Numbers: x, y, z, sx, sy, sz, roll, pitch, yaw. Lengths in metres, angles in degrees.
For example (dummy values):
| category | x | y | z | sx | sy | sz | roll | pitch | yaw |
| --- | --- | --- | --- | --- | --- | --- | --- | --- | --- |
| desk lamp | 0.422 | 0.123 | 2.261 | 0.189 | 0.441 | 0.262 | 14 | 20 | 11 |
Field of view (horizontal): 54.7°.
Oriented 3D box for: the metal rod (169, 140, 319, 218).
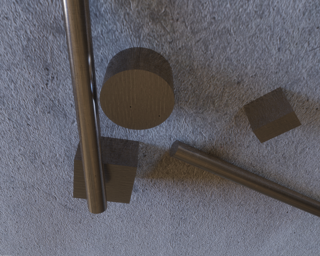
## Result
| category | x | y | z | sx | sy | sz | roll | pitch | yaw |
| --- | --- | --- | --- | --- | --- | --- | --- | --- | --- |
| metal rod | 0.150 | 0.086 | 0.482 | 0.302 | 0.025 | 0.025 | 24 | 126 | -20 |

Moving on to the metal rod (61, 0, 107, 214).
| category | x | y | z | sx | sy | sz | roll | pitch | yaw |
| --- | --- | --- | --- | --- | --- | --- | --- | --- | --- |
| metal rod | -0.081 | -0.026 | 0.342 | 0.025 | 0.025 | 0.298 | 0 | 118 | -1 |

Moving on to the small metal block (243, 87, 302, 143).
| category | x | y | z | sx | sy | sz | roll | pitch | yaw |
| --- | --- | --- | --- | --- | --- | --- | --- | --- | --- |
| small metal block | 0.136 | -0.016 | 0.379 | 0.050 | 0.050 | 0.025 | -29 | 125 | 22 |

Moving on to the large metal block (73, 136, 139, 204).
| category | x | y | z | sx | sy | sz | roll | pitch | yaw |
| --- | --- | --- | --- | --- | --- | --- | --- | --- | --- |
| large metal block | -0.077 | 0.059 | 0.440 | 0.081 | 0.050 | 0.079 | 8 | 130 | -8 |

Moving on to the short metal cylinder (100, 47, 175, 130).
| category | x | y | z | sx | sy | sz | roll | pitch | yaw |
| --- | --- | --- | --- | --- | --- | --- | --- | --- | --- |
| short metal cylinder | -0.025 | -0.044 | 0.353 | 0.081 | 0.050 | 0.079 | 0 | 130 | 0 |
